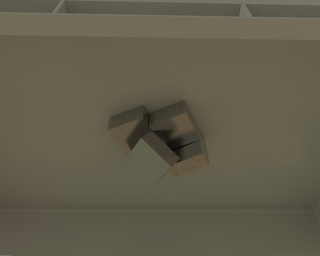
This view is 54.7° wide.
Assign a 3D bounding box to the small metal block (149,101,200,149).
[{"bbox_3d":[0.019,-0.002,0.406,0.050,0.025,0.050,-20,128,15],"label":"small metal block"}]

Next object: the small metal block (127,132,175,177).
[{"bbox_3d":[-0.012,0.039,0.440,0.050,0.025,0.050,-20,128,15],"label":"small metal block"}]

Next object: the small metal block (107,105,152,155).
[{"bbox_3d":[-0.033,0.004,0.410,0.050,0.025,0.050,-20,128,15],"label":"small metal block"}]

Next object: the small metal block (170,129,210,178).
[{"bbox_3d":[0.036,0.033,0.419,0.050,0.050,0.025,-23,127,17],"label":"small metal block"}]

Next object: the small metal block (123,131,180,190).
[{"bbox_3d":[-0.011,0.041,0.393,0.050,0.025,0.050,43,124,9],"label":"small metal block"}]
